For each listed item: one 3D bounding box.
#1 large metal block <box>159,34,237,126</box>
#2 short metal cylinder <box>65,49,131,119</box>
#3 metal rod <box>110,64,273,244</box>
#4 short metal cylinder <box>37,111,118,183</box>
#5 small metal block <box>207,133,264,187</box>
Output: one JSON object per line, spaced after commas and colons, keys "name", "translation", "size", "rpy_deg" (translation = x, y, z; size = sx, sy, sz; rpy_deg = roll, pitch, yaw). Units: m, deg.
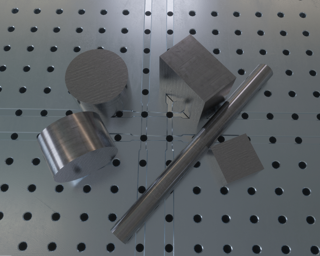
{"name": "large metal block", "translation": [0.045, -0.059, 0.405], "size": [0.050, 0.080, 0.080], "rpy_deg": [-39, 75, -13]}
{"name": "short metal cylinder", "translation": [-0.081, -0.059, 0.419], "size": [0.081, 0.050, 0.080], "rpy_deg": [0, 70, 0]}
{"name": "metal rod", "translation": [0.051, 0.023, 0.403], "size": [0.025, 0.025, 0.301], "rpy_deg": [40, 74, 13]}
{"name": "short metal cylinder", "translation": [-0.098, 0.024, 0.373], "size": [0.080, 0.080, 0.050], "rpy_deg": [-28, 73, -10]}
{"name": "small metal block", "translation": [0.096, 0.041, 0.397], "size": [0.050, 0.025, 0.050], "rpy_deg": [-20, 71, -8]}
